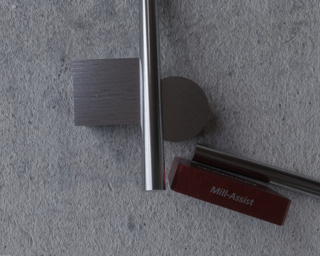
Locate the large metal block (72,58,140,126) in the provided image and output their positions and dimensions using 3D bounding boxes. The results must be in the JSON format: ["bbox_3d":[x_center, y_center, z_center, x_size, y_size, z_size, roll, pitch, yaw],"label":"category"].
[{"bbox_3d":[-0.064,-0.044,0.397,0.081,0.050,0.079,-2,90,-1],"label":"large metal block"}]

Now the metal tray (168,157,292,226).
[{"bbox_3d":[0.077,0.073,0.378,0.131,0.090,0.030,18,90,-1],"label":"metal tray"}]

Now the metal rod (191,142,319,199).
[{"bbox_3d":[0.189,0.074,0.412,0.302,0.025,0.025,17,90,-1],"label":"metal rod"}]

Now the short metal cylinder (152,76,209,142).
[{"bbox_3d":[0.019,-0.023,0.398,0.081,0.050,0.079,0,90,-1],"label":"short metal cylinder"}]

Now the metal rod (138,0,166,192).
[{"bbox_3d":[-0.012,-0.077,0.367,0.025,0.025,0.299,-2,73,-1],"label":"metal rod"}]
